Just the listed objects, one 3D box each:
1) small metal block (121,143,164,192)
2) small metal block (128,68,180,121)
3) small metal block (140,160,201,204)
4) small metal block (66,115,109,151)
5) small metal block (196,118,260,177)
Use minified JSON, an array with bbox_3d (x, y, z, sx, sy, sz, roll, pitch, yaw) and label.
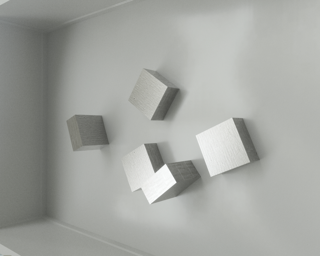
[{"bbox_3d":[-0.022,0.054,0.425,0.050,0.025,0.050,-33,70,35],"label":"small metal block"},{"bbox_3d":[-0.009,-0.045,0.415,0.050,0.025,0.050,42,115,32],"label":"small metal block"},{"bbox_3d":[0.013,0.066,0.380,0.050,0.050,0.025,-45,63,30],"label":"small metal block"},{"bbox_3d":[-0.112,0.007,0.484,0.025,0.050,0.050,-27,73,37],"label":"small metal block"},{"bbox_3d":[0.074,0.022,0.345,0.050,0.025,0.050,-29,72,36],"label":"small metal block"}]
